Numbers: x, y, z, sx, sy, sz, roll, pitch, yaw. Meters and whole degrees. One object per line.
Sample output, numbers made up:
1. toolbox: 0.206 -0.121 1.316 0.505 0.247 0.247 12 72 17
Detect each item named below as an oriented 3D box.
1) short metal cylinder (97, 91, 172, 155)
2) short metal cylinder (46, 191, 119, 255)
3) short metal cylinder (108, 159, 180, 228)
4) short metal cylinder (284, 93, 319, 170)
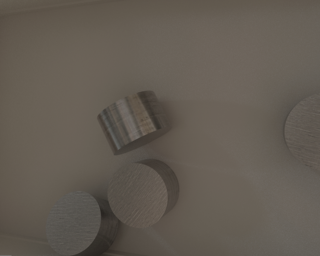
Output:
1. short metal cylinder: -0.032 -0.005 0.392 0.080 0.080 0.050 -29 81 17
2. short metal cylinder: -0.103 0.130 0.417 0.080 0.050 0.080 -8 63 17
3. short metal cylinder: -0.020 0.083 0.403 0.080 0.050 0.079 0 90 19
4. short metal cylinder: 0.177 0.004 0.335 0.080 0.050 0.079 0 90 19
